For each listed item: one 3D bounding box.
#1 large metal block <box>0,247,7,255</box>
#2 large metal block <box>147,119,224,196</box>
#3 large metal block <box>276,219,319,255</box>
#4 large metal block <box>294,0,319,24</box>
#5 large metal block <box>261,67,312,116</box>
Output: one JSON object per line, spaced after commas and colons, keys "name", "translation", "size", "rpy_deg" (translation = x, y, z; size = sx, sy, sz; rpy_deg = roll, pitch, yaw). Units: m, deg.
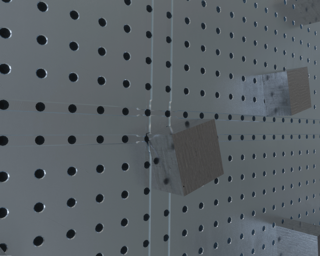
{"name": "large metal block", "translation": [-0.147, 0.153, 0.250], "size": [0.080, 0.080, 0.050], "rpy_deg": [-35, 112, -34]}
{"name": "large metal block", "translation": [0.036, 0.036, 0.422], "size": [0.081, 0.050, 0.080], "rpy_deg": [-19, 102, -38]}
{"name": "large metal block", "translation": [0.279, 0.232, 0.606], "size": [0.050, 0.080, 0.080], "rpy_deg": [-7, 94, -40]}
{"name": "large metal block", "translation": [0.342, -0.290, 0.676], "size": [0.080, 0.050, 0.080], "rpy_deg": [37, 67, -34]}
{"name": "large metal block", "translation": [0.244, -0.070, 0.595], "size": [0.081, 0.050, 0.080], "rpy_deg": [-17, 101, -39]}
